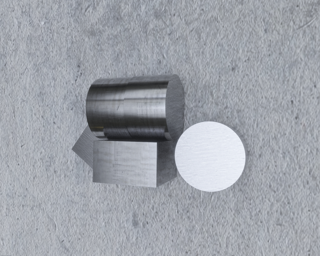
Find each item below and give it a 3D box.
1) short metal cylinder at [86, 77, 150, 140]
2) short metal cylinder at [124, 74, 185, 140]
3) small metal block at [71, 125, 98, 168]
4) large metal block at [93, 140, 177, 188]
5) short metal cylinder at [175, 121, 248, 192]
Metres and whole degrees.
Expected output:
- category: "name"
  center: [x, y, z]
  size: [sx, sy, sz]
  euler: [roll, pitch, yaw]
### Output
- category: "short metal cylinder"
  center: [-0.051, -0.025, 0.400]
  size: [0.050, 0.080, 0.079]
  euler: [1, 90, 20]
- category: "short metal cylinder"
  center: [-0.004, -0.025, 0.383]
  size: [0.050, 0.080, 0.079]
  euler: [1, 90, 20]
- category: "small metal block"
  center: [-0.089, 0.026, 0.442]
  size: [0.050, 0.025, 0.050]
  euler: [39, 102, 15]
- category: "large metal block"
  center: [-0.028, 0.040, 0.391]
  size: [0.080, 0.080, 0.050]
  euler: [1, 91, 20]
- category: "short metal cylinder"
  center: [0.064, 0.032, 0.374]
  size: [0.080, 0.050, 0.079]
  euler: [0, 90, 20]
